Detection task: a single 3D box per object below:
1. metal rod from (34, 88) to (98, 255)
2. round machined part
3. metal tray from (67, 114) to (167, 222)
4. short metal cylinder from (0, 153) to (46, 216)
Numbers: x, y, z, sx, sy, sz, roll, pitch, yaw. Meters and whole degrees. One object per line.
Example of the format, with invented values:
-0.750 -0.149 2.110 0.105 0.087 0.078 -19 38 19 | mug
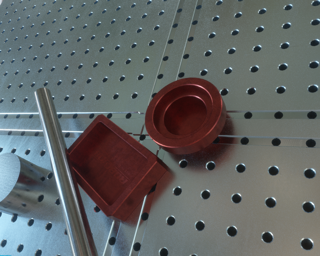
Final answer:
-0.129 0.047 0.405 0.025 0.025 0.300 -34 52 5 | metal rod
0.034 -0.011 0.385 0.098 0.042 0.098 -13 56 20 | round machined part
-0.066 0.047 0.408 0.130 0.030 0.090 34 81 38 | metal tray
-0.217 0.083 0.453 0.080 0.050 0.080 -13 56 20 | short metal cylinder
